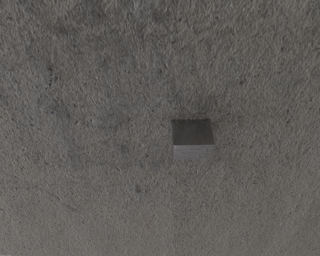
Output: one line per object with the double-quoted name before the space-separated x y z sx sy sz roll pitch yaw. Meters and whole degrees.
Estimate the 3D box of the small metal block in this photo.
"small metal block" 0.042 0.014 0.403 0.050 0.050 0.025 -1 130 1
